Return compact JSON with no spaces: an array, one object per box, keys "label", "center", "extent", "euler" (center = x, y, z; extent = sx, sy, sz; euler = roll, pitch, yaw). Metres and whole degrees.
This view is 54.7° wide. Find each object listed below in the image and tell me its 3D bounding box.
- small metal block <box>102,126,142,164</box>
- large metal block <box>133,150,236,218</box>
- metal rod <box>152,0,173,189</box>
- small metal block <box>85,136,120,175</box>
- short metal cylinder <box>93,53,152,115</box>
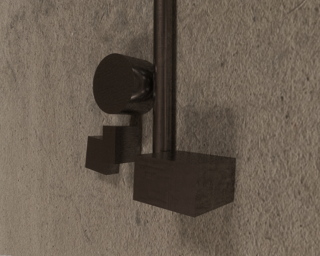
[{"label":"small metal block","center":[-0.052,0.022,0.429],"extent":[0.025,0.050,0.050],"euler":[3,92,40]},{"label":"large metal block","center":[0.028,0.056,0.344],"extent":[0.080,0.081,0.050],"euler":[4,93,39]},{"label":"metal rod","center":[0.003,-0.068,0.400],"extent":[0.025,0.025,0.298],"euler":[1,90,39]},{"label":"small metal block","center":[-0.087,0.041,0.474],"extent":[0.050,0.025,0.050],"euler":[11,97,39]},{"label":"short metal cylinder","center":[-0.046,-0.058,0.425],"extent":[0.080,0.050,0.079],"euler":[0,90,39]}]
